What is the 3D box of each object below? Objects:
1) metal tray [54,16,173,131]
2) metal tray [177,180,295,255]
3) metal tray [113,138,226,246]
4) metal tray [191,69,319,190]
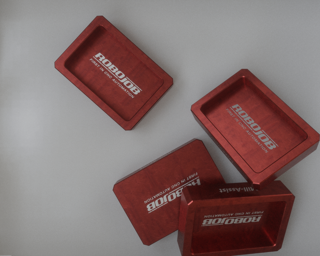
[{"bbox_3d":[-0.059,-0.070,0.408,0.130,0.030,0.090,42,90,0],"label":"metal tray"},{"bbox_3d":[0.091,0.113,0.381,0.131,0.030,0.089,-1,114,-10],"label":"metal tray"},{"bbox_3d":[0.016,0.082,0.409,0.130,0.030,0.090,-29,90,0],"label":"metal tray"},{"bbox_3d":[0.111,-0.002,0.378,0.090,0.030,0.130,-36,59,0],"label":"metal tray"}]
